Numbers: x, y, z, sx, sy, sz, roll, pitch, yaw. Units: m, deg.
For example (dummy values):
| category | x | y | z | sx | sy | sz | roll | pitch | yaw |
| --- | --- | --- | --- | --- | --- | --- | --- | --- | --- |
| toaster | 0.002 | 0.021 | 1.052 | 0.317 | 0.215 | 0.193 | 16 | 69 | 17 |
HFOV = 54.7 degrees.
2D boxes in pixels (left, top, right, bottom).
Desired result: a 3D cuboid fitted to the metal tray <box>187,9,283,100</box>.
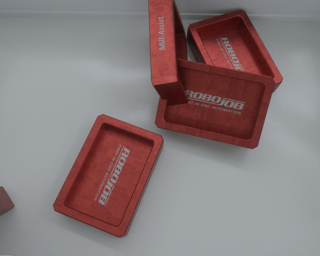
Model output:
| category | x | y | z | sx | sy | sz | roll | pitch | yaw |
| --- | --- | --- | --- | --- | --- | --- | --- | --- | --- |
| metal tray | 0.103 | -0.101 | 0.445 | 0.091 | 0.030 | 0.130 | -19 | 71 | -7 |

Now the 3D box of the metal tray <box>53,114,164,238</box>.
| category | x | y | z | sx | sy | sz | roll | pitch | yaw |
| --- | --- | --- | --- | --- | --- | --- | --- | --- | --- |
| metal tray | -0.060 | 0.057 | 0.385 | 0.090 | 0.030 | 0.130 | 20 | 71 | 7 |

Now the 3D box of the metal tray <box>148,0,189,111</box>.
| category | x | y | z | sx | sy | sz | roll | pitch | yaw |
| --- | --- | --- | --- | --- | --- | --- | --- | --- | --- |
| metal tray | 0.014 | -0.098 | 0.407 | 0.030 | 0.090 | 0.130 | -8 | 69 | 14 |

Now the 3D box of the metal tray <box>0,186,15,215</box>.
| category | x | y | z | sx | sy | sz | roll | pitch | yaw |
| --- | --- | --- | --- | --- | --- | --- | --- | --- | --- |
| metal tray | -0.217 | 0.097 | 0.314 | 0.090 | 0.130 | 0.030 | -32 | 85 | -11 |

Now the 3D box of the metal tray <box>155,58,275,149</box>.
| category | x | y | z | sx | sy | sz | roll | pitch | yaw |
| --- | --- | --- | --- | --- | --- | --- | --- | --- | --- |
| metal tray | 0.067 | -0.033 | 0.392 | 0.131 | 0.030 | 0.089 | 13 | 102 | 8 |
